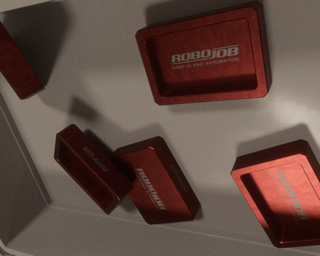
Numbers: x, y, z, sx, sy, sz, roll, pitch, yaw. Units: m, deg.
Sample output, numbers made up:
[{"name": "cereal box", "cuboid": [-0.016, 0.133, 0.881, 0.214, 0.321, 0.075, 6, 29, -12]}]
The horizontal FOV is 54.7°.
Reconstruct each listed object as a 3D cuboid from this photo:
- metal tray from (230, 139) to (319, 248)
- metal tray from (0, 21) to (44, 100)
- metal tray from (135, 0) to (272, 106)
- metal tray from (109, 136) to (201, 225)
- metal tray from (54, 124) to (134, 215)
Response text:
[{"name": "metal tray", "cuboid": [0.156, 0.084, 0.374, 0.090, 0.030, 0.130, -23, 107, 36]}, {"name": "metal tray", "cuboid": [-0.189, -0.083, 0.402, 0.090, 0.030, 0.130, 60, 166, -15]}, {"name": "metal tray", "cuboid": [0.046, -0.075, 0.333, 0.130, 0.030, 0.089, -2, 118, 29]}, {"name": "metal tray", "cuboid": [-0.009, 0.082, 0.459, 0.090, 0.030, 0.130, -18, 109, 34]}, {"name": "metal tray", "cuboid": [-0.105, 0.065, 0.471, 0.130, 0.030, 0.090, 44, 145, 7]}]
